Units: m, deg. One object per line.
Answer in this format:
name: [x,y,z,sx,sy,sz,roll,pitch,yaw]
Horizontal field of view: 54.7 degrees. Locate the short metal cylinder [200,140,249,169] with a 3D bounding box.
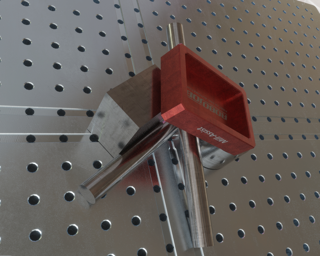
short metal cylinder: [0.081,0.011,0.430,0.081,0.050,0.080,14,56,-21]

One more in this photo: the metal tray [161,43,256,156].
metal tray: [0.058,-0.030,0.366,0.131,0.030,0.090,26,50,-36]

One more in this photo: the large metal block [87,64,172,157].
large metal block: [-0.030,-0.019,0.369,0.050,0.080,0.080,47,51,4]

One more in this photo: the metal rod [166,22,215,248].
metal rod: [0.036,-0.005,0.403,0.025,0.025,0.299,4,69,-27]

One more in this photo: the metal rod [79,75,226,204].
metal rod: [0.014,-0.004,0.420,0.025,0.025,0.302,47,51,4]
